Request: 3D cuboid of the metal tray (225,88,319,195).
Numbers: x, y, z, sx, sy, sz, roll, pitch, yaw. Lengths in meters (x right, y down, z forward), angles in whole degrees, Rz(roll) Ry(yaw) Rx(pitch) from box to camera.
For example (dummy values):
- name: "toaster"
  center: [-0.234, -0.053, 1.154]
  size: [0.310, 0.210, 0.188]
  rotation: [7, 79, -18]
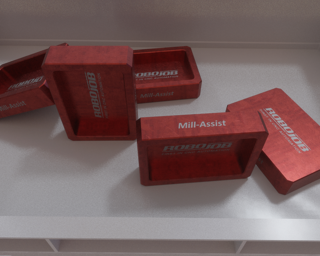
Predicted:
- name: "metal tray"
  center: [0.153, 0.011, 0.395]
  size: [0.091, 0.030, 0.130]
  rotation: [-19, 53, -16]

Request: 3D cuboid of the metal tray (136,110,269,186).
- name: "metal tray"
  center: [0.042, 0.025, 0.342]
  size: [0.131, 0.089, 0.030]
  rotation: [-4, 50, -4]

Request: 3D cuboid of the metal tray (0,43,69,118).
- name: "metal tray"
  center: [-0.180, -0.061, 0.417]
  size: [0.130, 0.030, 0.090]
  rotation: [-10, 46, 23]

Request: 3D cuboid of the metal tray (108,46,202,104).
- name: "metal tray"
  center: [-0.010, -0.082, 0.470]
  size: [0.131, 0.030, 0.090]
  rotation: [-6, 50, -6]

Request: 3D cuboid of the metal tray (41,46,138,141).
- name: "metal tray"
  center: [-0.074, -0.035, 0.365]
  size: [0.091, 0.129, 0.030]
  rotation: [0, 52, -1]
